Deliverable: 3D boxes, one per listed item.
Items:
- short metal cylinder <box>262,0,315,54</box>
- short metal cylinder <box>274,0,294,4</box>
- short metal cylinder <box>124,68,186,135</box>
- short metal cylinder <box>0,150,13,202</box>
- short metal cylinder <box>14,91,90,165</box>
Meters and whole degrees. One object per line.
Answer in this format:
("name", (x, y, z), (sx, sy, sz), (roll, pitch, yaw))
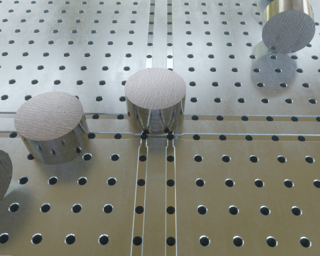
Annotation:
("short metal cylinder", (0.213, -0.173, 0.518), (0.080, 0.080, 0.050), (10, 51, 8))
("short metal cylinder", (0.251, -0.301, 0.626), (0.081, 0.080, 0.050), (-15, 52, -12))
("short metal cylinder", (-0.006, -0.037, 0.422), (0.081, 0.050, 0.080), (0, 50, 0))
("short metal cylinder", (-0.206, 0.053, 0.326), (0.050, 0.080, 0.080), (16, 52, 13))
("short metal cylinder", (-0.133, 0.000, 0.391), (0.081, 0.050, 0.080), (0, 50, 0))
